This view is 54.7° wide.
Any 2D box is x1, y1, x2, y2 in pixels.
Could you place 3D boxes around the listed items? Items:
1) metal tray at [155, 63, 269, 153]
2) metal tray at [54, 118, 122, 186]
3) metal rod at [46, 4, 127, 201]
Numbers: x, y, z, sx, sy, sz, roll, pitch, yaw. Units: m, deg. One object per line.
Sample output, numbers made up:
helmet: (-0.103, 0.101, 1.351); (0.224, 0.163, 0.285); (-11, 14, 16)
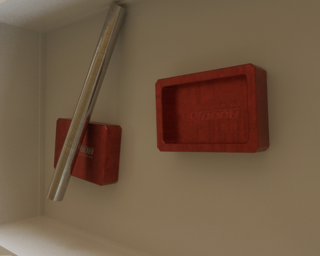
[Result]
metal tray: (0.054, -0.018, 0.356); (0.130, 0.030, 0.089); (-3, 88, 39)
metal tray: (-0.120, 0.034, 0.500); (0.130, 0.030, 0.089); (8, 95, 39)
metal rod: (-0.110, -0.036, 0.461); (0.025, 0.025, 0.298); (21, 93, 38)
